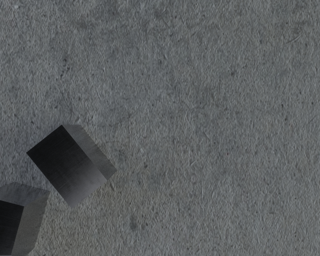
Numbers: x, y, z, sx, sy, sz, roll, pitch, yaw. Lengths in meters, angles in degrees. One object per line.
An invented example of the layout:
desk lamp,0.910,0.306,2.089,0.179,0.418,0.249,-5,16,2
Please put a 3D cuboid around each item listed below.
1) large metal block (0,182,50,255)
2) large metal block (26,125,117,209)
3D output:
large metal block,-0.184,0.118,0.381,0.050,0.080,0.080,15,90,0
large metal block,-0.103,0.042,0.382,0.050,0.080,0.080,-39,90,0
